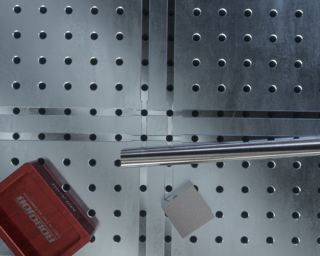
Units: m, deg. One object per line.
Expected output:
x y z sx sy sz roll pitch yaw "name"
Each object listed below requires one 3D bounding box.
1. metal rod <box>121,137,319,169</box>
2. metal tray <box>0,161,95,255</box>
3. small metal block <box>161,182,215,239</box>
0.100 0.032 0.413 0.302 0.025 0.025 -4 90 0 "metal rod"
-0.162 0.120 0.409 0.090 0.030 0.130 -39 90 0 "metal tray"
0.036 0.109 0.414 0.050 0.025 0.050 -34 90 0 "small metal block"
